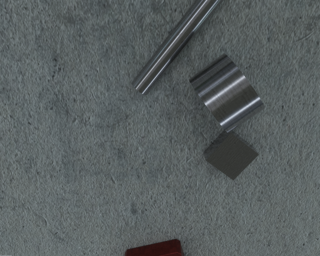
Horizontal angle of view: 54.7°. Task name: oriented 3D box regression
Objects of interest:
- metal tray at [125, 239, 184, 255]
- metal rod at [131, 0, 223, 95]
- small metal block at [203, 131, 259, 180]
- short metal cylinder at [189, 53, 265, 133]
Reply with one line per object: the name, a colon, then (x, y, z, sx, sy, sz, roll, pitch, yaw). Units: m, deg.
metal tray: (0.003, 0.247, 0.498, 0.090, 0.030, 0.129, -14, 110, 4)
metal rod: (0.067, -0.159, 0.352, 0.025, 0.025, 0.299, 37, 106, -13)
small metal block: (0.096, 0.035, 0.424, 0.050, 0.025, 0.050, 36, 106, -13)
short metal cylinder: (0.078, -0.041, 0.367, 0.050, 0.080, 0.080, -36, 107, 12)
